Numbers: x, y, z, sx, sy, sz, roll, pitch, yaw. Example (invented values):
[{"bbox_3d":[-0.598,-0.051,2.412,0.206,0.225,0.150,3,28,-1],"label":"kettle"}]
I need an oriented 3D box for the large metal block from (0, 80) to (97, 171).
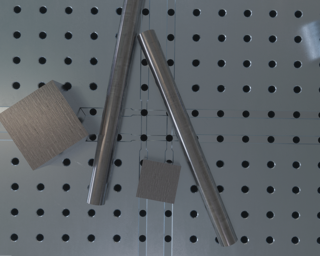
[{"bbox_3d":[-0.142,-0.004,0.400,0.080,0.050,0.080,-33,90,0],"label":"large metal block"}]

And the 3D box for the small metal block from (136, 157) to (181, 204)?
[{"bbox_3d":[-0.002,0.069,0.413,0.050,0.025,0.050,11,90,0],"label":"small metal block"}]

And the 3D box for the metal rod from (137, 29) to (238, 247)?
[{"bbox_3d":[0.036,0.013,0.413,0.025,0.025,0.299,-22,90,0],"label":"metal rod"}]

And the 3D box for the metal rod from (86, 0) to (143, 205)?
[{"bbox_3d":[-0.058,-0.047,0.412,0.025,0.025,0.298,11,90,0],"label":"metal rod"}]
